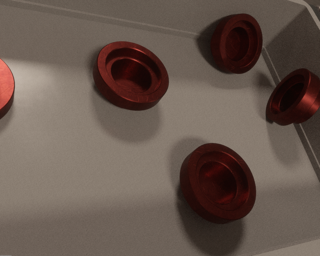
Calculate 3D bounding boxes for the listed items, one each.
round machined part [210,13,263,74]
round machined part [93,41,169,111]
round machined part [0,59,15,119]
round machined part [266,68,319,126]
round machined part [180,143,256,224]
[{"bbox_3d":[0.126,-0.144,0.532,0.099,0.042,0.097,-9,108,-30],"label":"round machined part"},{"bbox_3d":[-0.041,-0.064,0.413,0.099,0.042,0.098,14,56,-21],"label":"round machined part"},{"bbox_3d":[-0.202,-0.049,0.316,0.099,0.042,0.098,14,56,-21],"label":"round machined part"},{"bbox_3d":[0.226,-0.046,0.511,0.042,0.097,0.098,29,52,-11],"label":"round machined part"},{"bbox_3d":[0.068,0.072,0.389,0.099,0.042,0.098,14,56,-21],"label":"round machined part"}]
